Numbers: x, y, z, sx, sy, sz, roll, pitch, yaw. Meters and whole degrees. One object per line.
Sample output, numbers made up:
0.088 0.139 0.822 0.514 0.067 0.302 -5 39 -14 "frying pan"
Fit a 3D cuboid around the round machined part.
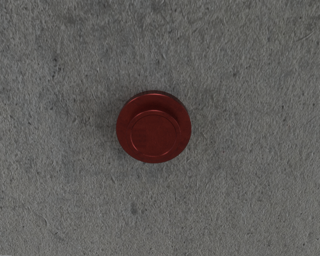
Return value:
-0.008 0.003 0.403 0.099 0.042 0.097 0 110 -1 "round machined part"
